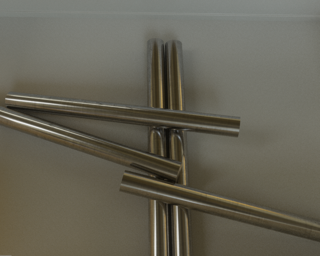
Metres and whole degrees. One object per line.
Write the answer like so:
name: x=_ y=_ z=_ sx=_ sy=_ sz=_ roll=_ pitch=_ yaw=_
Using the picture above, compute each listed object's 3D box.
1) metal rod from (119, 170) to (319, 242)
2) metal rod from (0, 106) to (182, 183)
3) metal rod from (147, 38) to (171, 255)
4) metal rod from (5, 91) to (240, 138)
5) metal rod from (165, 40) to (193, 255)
metal rod: x=0.103 y=0.098 z=0.355 sx=0.302 sy=0.025 sz=0.025 roll=15 pitch=71 yaw=-1
metal rod: x=-0.120 y=0.010 z=0.389 sx=0.301 sy=0.025 sz=0.025 roll=16 pitch=71 yaw=11
metal rod: x=-0.003 y=0.017 z=0.400 sx=0.025 sy=0.025 sz=0.299 roll=-1 pitch=70 yaw=-1
metal rod: x=-0.053 y=-0.019 z=0.394 sx=0.301 sy=0.025 sz=0.025 roll=7 pitch=70 yaw=9
metal rod: x=0.023 y=0.019 z=0.400 sx=0.025 sy=0.025 sz=0.299 roll=-1 pitch=70 yaw=-1
